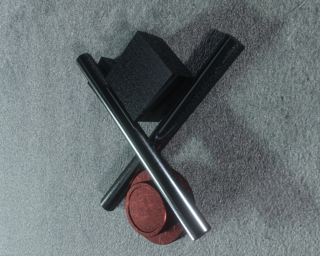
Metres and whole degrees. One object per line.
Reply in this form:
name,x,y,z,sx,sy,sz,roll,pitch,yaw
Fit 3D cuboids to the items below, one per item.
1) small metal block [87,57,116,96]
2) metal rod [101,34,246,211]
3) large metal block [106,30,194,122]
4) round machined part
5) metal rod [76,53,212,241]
small metal block,-0.078,-0.071,0.470,0.050,0.025,0.050,50,119,28
metal rod,0.002,0.010,0.405,0.025,0.025,0.298,52,120,27
large metal block,-0.014,-0.064,0.401,0.080,0.050,0.080,-49,61,28
round machined part,-0.006,0.101,0.398,0.098,0.042,0.097,0,90,39
metal rod,-0.034,0.006,0.399,0.025,0.025,0.300,-51,61,28
